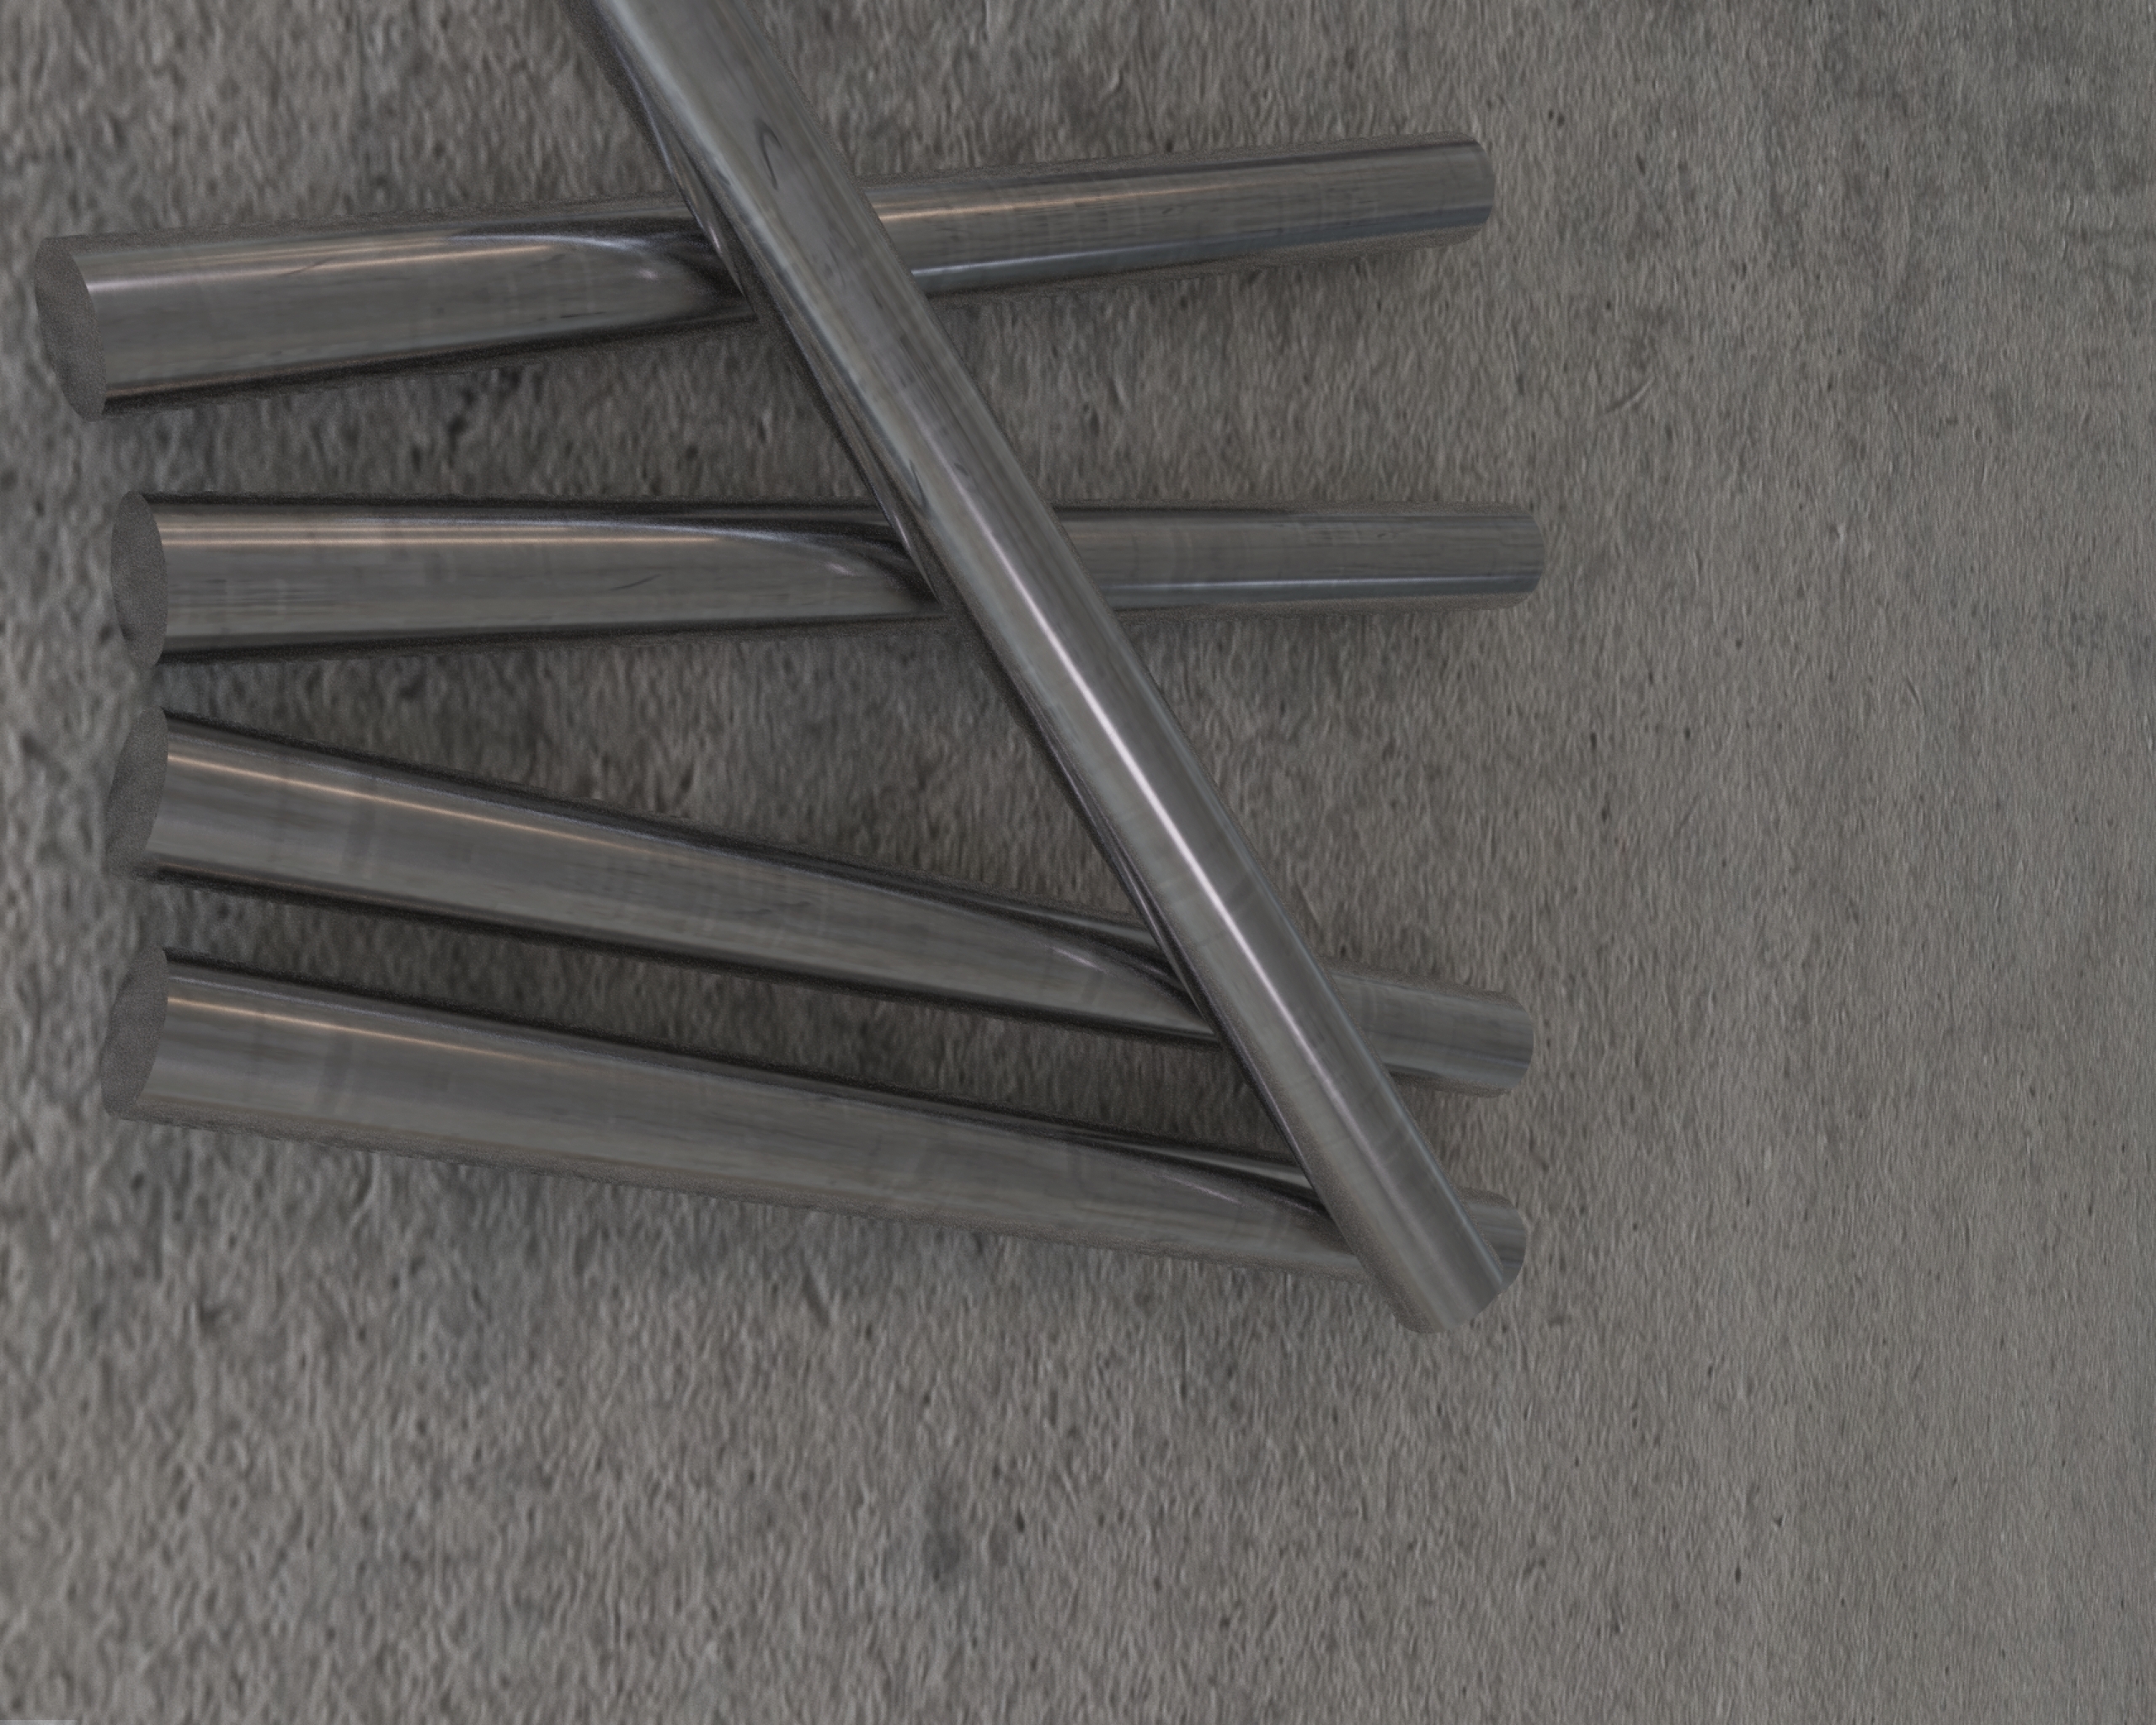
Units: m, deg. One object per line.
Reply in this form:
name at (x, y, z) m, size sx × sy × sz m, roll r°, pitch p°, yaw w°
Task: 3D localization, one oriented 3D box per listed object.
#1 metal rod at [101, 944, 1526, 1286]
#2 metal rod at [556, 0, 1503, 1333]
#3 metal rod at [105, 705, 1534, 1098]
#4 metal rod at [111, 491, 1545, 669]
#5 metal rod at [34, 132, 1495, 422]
metal rod at (-0.020, 0.056, 0.388) m, size 0.302 × 0.025 × 0.025 m, roll 16°, pitch 80°, yaw -39°
metal rod at (0.003, -0.026, 0.372) m, size 0.025 × 0.025 × 0.299 m, roll -48°, pitch 118°, yaw -29°
metal rod at (-0.018, 0.016, 0.389) m, size 0.302 × 0.025 × 0.025 m, roll 13°, pitch 82°, yaw -39°
metal rod at (-0.017, -0.056, 0.390) m, size 0.302 × 0.025 × 0.025 m, roll -8°, pitch 95°, yaw -40°
metal rod at (-0.027, -0.113, 0.381) m, size 0.302 × 0.025 × 0.025 m, roll -20°, pitch 103°, yaw -38°
